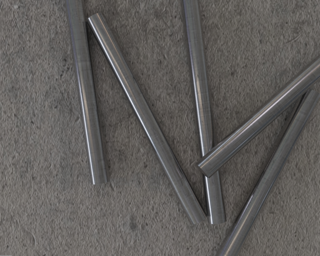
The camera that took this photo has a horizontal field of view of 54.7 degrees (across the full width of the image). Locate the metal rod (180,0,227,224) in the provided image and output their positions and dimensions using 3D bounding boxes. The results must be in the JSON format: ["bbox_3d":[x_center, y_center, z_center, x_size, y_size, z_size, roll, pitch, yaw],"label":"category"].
[{"bbox_3d":[0.057,-0.025,0.410,0.025,0.025,0.298,-7,90,0],"label":"metal rod"}]

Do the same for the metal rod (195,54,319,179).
[{"bbox_3d":[0.166,-0.044,0.397,0.301,0.025,0.025,-40,90,-6],"label":"metal rod"}]

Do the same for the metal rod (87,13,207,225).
[{"bbox_3d":[-0.017,-0.012,0.409,0.025,0.025,0.299,-27,90,0],"label":"metal rod"}]

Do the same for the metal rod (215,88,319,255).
[{"bbox_3d":[0.132,0.086,0.410,0.025,0.025,0.299,28,90,0],"label":"metal rod"}]

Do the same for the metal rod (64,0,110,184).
[{"bbox_3d":[-0.100,-0.076,0.408,0.025,0.025,0.298,-8,90,0],"label":"metal rod"}]
